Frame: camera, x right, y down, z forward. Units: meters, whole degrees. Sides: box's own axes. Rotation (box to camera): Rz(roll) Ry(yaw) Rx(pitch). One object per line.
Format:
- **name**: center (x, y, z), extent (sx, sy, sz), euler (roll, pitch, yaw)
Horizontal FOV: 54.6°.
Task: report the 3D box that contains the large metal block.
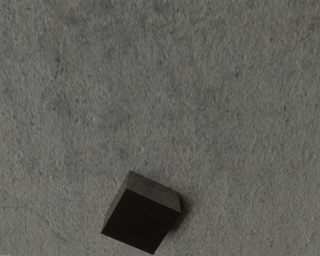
- **large metal block**: center (-0.026, 0.119, 0.440), extent (0.080, 0.050, 0.080), euler (26, 108, -10)
